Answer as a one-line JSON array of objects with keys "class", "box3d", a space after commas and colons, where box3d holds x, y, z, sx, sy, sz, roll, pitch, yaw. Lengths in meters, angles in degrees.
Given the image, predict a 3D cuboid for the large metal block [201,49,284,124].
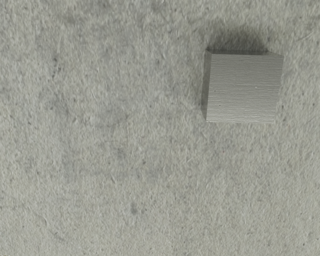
[{"class": "large metal block", "box3d": [0.096, -0.052, 0.379, 0.081, 0.050, 0.079, 1, 110, -1]}]
